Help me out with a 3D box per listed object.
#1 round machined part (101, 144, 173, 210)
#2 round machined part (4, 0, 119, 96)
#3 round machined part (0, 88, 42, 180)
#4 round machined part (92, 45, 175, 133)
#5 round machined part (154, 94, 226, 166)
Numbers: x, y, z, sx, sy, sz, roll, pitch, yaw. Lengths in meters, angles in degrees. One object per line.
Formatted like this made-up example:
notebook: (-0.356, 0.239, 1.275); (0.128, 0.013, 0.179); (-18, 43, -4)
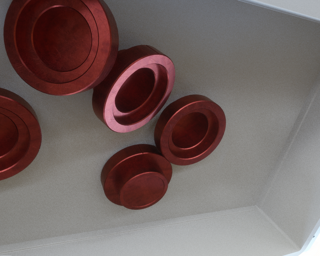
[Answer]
round machined part: (-0.028, 0.073, 0.424); (0.099, 0.042, 0.097); (-13, 128, -17)
round machined part: (-0.085, -0.080, 0.282); (0.098, 0.042, 0.097); (2, 101, 10)
round machined part: (-0.172, 0.003, 0.306); (0.099, 0.042, 0.097); (-14, 125, -21)
round machined part: (-0.033, -0.046, 0.338); (0.099, 0.042, 0.097); (-35, 149, -25)
round machined part: (0.036, -0.001, 0.419); (0.099, 0.042, 0.097); (-14, 124, -21)
